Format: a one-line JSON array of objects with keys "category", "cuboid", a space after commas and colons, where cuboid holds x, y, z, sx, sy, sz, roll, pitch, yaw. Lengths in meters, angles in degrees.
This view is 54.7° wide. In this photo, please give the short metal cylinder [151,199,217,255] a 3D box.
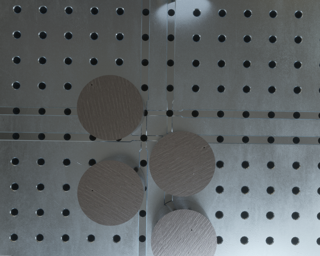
[{"category": "short metal cylinder", "cuboid": [0.029, 0.138, 0.401, 0.081, 0.050, 0.079, 0, 90, 0]}]

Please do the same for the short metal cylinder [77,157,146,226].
[{"category": "short metal cylinder", "cuboid": [-0.060, 0.079, 0.400, 0.081, 0.050, 0.079, 0, 90, 0]}]

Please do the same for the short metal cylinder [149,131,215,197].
[{"category": "short metal cylinder", "cuboid": [0.027, 0.044, 0.401, 0.081, 0.050, 0.079, 0, 90, 0]}]

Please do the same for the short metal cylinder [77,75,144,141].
[{"category": "short metal cylinder", "cuboid": [-0.060, -0.025, 0.400, 0.081, 0.050, 0.079, 0, 90, 0]}]
